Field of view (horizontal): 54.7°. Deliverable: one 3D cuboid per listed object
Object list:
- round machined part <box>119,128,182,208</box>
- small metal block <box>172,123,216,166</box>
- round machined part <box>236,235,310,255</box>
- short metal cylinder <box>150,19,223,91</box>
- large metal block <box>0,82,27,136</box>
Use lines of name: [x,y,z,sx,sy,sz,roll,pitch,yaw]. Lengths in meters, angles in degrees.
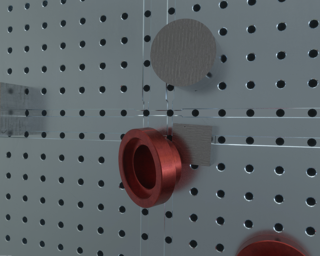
round machined part: [-0.010,0.047,0.391,0.098,0.042,0.097,12,105,52]
small metal block: [0.043,0.020,0.397,0.050,0.025,0.050,4,91,20]
round machined part: [0.131,0.179,0.357,0.098,0.042,0.097,0,90,20]
short metal cylinder: [0.035,-0.089,0.387,0.080,0.050,0.080,0,90,20]
large metal block: [-0.264,-0.029,0.493,0.080,0.050,0.080,2,91,20]
